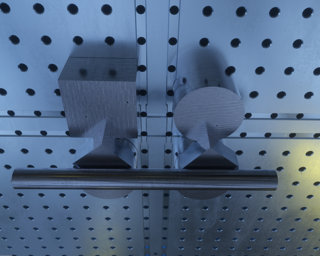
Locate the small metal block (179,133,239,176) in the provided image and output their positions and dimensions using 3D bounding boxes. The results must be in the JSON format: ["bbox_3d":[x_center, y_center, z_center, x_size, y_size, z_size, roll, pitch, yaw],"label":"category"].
[{"bbox_3d":[0.060,0.041,0.381,0.050,0.025,0.050,33,123,-25],"label":"small metal block"}]

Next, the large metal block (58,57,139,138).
[{"bbox_3d":[-0.066,-0.034,0.364,0.081,0.050,0.079,1,130,-1],"label":"large metal block"}]

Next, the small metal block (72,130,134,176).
[{"bbox_3d":[-0.068,0.037,0.377,0.050,0.025,0.050,-33,123,24],"label":"small metal block"}]

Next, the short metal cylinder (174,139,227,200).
[{"bbox_3d":[0.061,0.059,0.446,0.081,0.050,0.079,0,130,0],"label":"short metal cylinder"}]

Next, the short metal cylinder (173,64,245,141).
[{"bbox_3d":[0.056,-0.029,0.371,0.081,0.050,0.079,0,130,0],"label":"short metal cylinder"}]

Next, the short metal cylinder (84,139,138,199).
[{"bbox_3d":[-0.073,0.057,0.442,0.081,0.050,0.079,0,130,0],"label":"short metal cylinder"}]

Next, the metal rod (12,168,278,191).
[{"bbox_3d":[-0.016,0.060,0.363,0.302,0.025,0.025,1,130,-1],"label":"metal rod"}]
